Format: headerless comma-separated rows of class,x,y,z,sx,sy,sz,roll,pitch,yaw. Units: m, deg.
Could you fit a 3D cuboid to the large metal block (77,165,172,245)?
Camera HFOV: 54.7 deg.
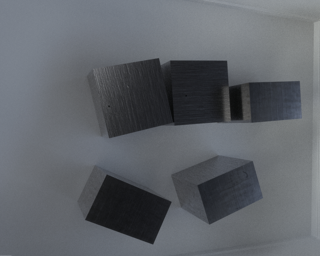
large metal block,-0.045,0.087,0.366,0.080,0.080,0.050,27,81,-19

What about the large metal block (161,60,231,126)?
large metal block,0.044,-0.046,0.415,0.081,0.050,0.079,-4,92,-20

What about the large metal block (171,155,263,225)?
large metal block,0.072,0.077,0.410,0.081,0.080,0.050,-19,97,-19

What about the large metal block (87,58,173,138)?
large metal block,-0.038,-0.036,0.384,0.081,0.050,0.080,-14,95,-20

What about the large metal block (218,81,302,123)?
large metal block,0.135,-0.035,0.433,0.081,0.080,0.050,-5,92,-20
